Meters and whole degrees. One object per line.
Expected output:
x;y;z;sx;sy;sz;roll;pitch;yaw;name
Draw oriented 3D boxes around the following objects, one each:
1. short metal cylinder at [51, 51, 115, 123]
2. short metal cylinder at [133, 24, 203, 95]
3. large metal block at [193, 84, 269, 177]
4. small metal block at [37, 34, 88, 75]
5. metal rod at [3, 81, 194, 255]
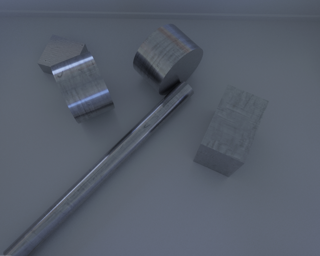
-0.098;-0.052;0.398;0.050;0.080;0.080;-25;72;-9;short metal cylinder
0.011;-0.090;0.414;0.080;0.080;0.050;-40;75;-14;short metal cylinder
0.084;0.007;0.379;0.050;0.080;0.080;24;72;8;large metal block
-0.138;-0.101;0.445;0.050;0.025;0.050;17;71;5;small metal block
-0.066;0.047;0.391;0.025;0.025;0.301;42;75;13;metal rod
